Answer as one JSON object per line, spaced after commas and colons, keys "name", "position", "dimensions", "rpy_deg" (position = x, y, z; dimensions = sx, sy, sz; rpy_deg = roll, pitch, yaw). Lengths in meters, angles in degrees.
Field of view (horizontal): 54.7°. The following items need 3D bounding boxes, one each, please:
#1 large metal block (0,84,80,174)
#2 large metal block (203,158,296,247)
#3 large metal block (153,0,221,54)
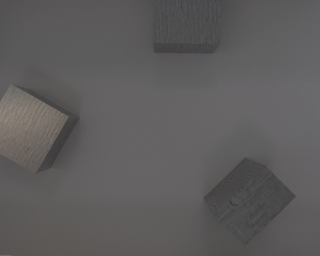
{"name": "large metal block", "position": [-0.165, 0.001, 0.397], "dimensions": [0.080, 0.050, 0.080], "rpy_deg": [30, 90, 0]}
{"name": "large metal block", "position": [0.106, 0.086, 0.385], "dimensions": [0.080, 0.080, 0.050], "rpy_deg": [-45, 90, 0]}
{"name": "large metal block", "position": [0.033, -0.142, 0.399], "dimensions": [0.081, 0.050, 0.080], "rpy_deg": [1, 90, 0]}
